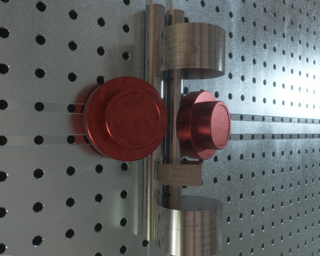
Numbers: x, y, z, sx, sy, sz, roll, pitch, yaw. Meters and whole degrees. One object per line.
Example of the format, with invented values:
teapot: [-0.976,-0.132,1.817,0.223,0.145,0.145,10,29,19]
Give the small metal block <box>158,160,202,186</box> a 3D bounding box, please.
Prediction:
small metal block: [0.027,0.055,0.385,0.050,0.050,0.025,6,85,-82]

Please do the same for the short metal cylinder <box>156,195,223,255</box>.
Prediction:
short metal cylinder: [0.035,0.115,0.375,0.081,0.080,0.050,1,90,-40]

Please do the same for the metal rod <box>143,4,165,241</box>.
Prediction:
metal rod: [-0.008,-0.008,0.401,0.025,0.025,0.298,1,89,-40]

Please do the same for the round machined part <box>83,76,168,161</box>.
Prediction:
round machined part: [-0.034,-0.010,0.353,0.099,0.042,0.097,0,90,-26]

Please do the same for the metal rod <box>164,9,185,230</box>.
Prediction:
metal rod: [0.019,-0.009,0.424,0.025,0.025,0.298,1,89,-40]

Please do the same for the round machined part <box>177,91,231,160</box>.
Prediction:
round machined part: [0.068,-0.004,0.437,0.099,0.042,0.097,-1,91,-55]

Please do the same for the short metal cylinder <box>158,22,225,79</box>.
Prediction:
short metal cylinder: [0.038,-0.090,0.376,0.081,0.080,0.050,1,90,-40]
